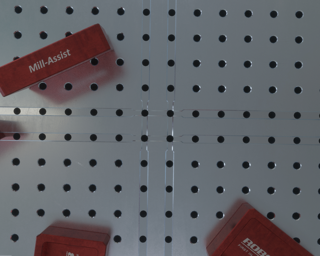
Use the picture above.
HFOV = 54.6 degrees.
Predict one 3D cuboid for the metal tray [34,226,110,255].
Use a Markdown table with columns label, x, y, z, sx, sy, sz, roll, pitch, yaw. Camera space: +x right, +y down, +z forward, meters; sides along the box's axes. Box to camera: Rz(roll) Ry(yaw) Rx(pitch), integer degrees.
| label | x | y | z | sx | sy | sz | roll | pitch | yaw |
| --- | --- | --- | --- | --- | --- | --- | --- | --- | --- |
| metal tray | -0.121 | 0.204 | 0.410 | 0.090 | 0.030 | 0.129 | 8 | 90 | 0 |

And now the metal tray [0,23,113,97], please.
| label | x | y | z | sx | sy | sz | roll | pitch | yaw |
| --- | --- | --- | --- | --- | --- | --- | --- | --- | --- |
| metal tray | -0.124 | -0.083 | 0.377 | 0.130 | 0.090 | 0.030 | -24 | 105 | 0 |

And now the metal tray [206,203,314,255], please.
| label | x | y | z | sx | sy | sz | roll | pitch | yaw |
| --- | --- | --- | --- | --- | --- | --- | --- | --- | --- |
| metal tray | 0.140 | 0.175 | 0.411 | 0.130 | 0.030 | 0.090 | 39 | 90 | 0 |
